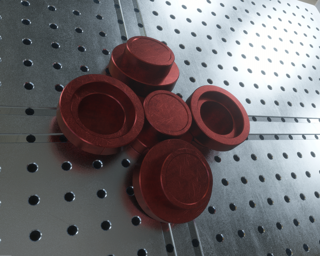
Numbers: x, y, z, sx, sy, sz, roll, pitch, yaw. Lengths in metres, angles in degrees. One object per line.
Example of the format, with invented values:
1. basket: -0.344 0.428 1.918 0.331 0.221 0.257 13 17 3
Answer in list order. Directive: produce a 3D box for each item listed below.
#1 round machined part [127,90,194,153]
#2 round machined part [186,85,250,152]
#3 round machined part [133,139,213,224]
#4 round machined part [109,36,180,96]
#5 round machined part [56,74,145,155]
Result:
1. round machined part: 0.003 -0.011 0.405 0.099 0.042 0.098 14 56 -21
2. round machined part: 0.077 -0.010 0.446 0.099 0.042 0.098 14 56 -21
3. round machined part: 0.022 0.060 0.359 0.099 0.042 0.098 8 73 -27
4. round machined part: -0.018 -0.091 0.430 0.099 0.042 0.098 14 43 -13
5. round machined part: -0.072 -0.012 0.367 0.099 0.042 0.098 14 56 -21
